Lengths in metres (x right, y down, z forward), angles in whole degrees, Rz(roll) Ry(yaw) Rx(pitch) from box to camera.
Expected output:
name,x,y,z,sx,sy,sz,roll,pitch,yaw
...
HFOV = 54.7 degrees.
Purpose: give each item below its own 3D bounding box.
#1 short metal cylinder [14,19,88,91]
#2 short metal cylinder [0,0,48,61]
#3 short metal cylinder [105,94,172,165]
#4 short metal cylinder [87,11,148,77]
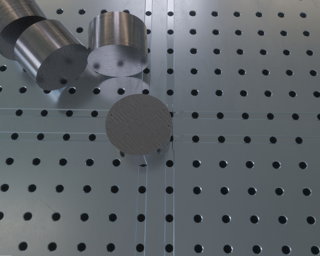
name,x,y,z,sx,sy,sz,roll,pitch,yaw
short metal cylinder,-0.144,-0.097,0.417,0.080,0.080,0.050,-40,75,-13
short metal cylinder,-0.197,-0.141,0.432,0.080,0.080,0.050,-34,74,-11
short metal cylinder,-0.026,0.003,0.397,0.081,0.050,0.080,0,70,0
short metal cylinder,-0.057,-0.111,0.423,0.081,0.080,0.050,-3,70,-1
